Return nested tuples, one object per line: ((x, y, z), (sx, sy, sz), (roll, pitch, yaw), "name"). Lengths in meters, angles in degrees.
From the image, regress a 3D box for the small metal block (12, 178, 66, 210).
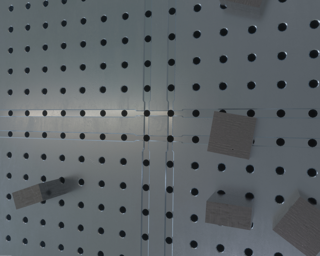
((-0.180, 0.098, 0.464), (0.050, 0.050, 0.025), (-20, 83, 19), "small metal block")

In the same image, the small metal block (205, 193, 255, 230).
((0.085, 0.097, 0.370), (0.050, 0.050, 0.025), (4, 92, 20), "small metal block")

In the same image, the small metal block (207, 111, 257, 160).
((0.089, 0.008, 0.381), (0.050, 0.025, 0.050), (11, 94, 19), "small metal block")

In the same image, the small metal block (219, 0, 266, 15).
((0.105, -0.171, 0.376), (0.050, 0.025, 0.050), (21, 97, 18), "small metal block")

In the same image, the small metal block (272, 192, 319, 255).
((0.166, 0.111, 0.354), (0.050, 0.025, 0.050), (37, 102, 16), "small metal block")
